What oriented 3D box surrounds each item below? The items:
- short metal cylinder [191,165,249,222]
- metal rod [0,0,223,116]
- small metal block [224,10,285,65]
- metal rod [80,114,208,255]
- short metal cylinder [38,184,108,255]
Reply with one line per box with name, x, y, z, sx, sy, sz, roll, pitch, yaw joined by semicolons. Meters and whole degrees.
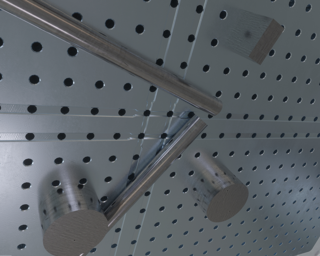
short metal cylinder;0.099;0.110;0.518;0.081;0.050;0.079;-14;124;-21
metal rod;-0.034;-0.074;0.346;0.302;0.025;0.025;22;107;-36
small metal block;0.117;-0.114;0.389;0.025;0.050;0.050;21;107;-36
metal rod;-0.043;0.098;0.448;0.300;0.025;0.025;-47;129;5
short metal cylinder;-0.115;0.121;0.408;0.081;0.050;0.079;-14;124;-21
